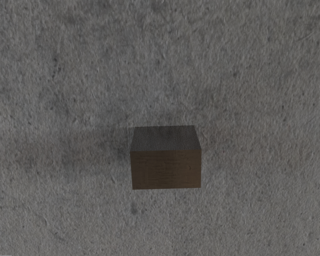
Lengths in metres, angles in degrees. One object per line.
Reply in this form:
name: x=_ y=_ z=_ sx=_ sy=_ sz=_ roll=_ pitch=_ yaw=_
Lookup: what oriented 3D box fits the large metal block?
large metal block: x=0.007 y=0.034 z=0.393 sx=0.081 sy=0.080 sz=0.050 roll=-2 pitch=110 yaw=0
